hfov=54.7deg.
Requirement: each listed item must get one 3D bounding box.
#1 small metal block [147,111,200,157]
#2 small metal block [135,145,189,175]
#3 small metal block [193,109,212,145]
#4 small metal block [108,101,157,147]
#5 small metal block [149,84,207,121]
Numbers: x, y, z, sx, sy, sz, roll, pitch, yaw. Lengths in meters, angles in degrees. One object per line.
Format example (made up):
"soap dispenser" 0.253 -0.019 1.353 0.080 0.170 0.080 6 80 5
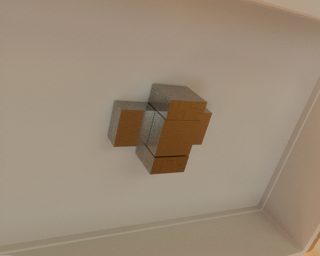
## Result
"small metal block" 0.016 0.007 0.386 0.050 0.025 0.050 0 118 -29
"small metal block" 0.002 0.035 0.411 0.050 0.050 0.025 0 118 -29
"small metal block" 0.037 -0.004 0.424 0.050 0.025 0.050 0 118 -29
"small metal block" -0.033 -0.005 0.385 0.050 0.025 0.050 1 118 -29
"small metal block" 0.021 -0.032 0.381 0.050 0.050 0.025 0 118 -29
